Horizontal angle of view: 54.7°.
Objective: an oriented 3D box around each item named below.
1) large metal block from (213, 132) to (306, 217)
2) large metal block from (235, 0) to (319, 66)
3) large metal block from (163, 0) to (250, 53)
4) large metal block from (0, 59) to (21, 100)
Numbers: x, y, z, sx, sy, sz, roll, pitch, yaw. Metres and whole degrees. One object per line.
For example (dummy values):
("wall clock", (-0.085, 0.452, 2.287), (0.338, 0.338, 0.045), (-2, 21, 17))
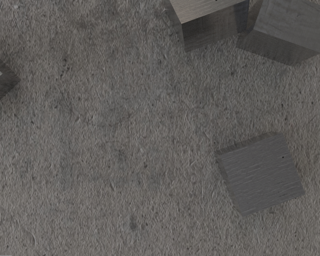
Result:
("large metal block", (0.124, 0.056, 0.398), (0.080, 0.050, 0.080), (-20, 90, 0))
("large metal block", (0.149, -0.120, 0.383), (0.080, 0.080, 0.050), (19, 91, -1))
("large metal block", (0.053, -0.151, 0.382), (0.080, 0.050, 0.080), (-20, 63, 0))
("large metal block", (-0.245, -0.066, 0.395), (0.080, 0.050, 0.080), (-44, 90, 0))
